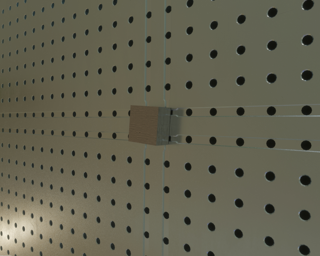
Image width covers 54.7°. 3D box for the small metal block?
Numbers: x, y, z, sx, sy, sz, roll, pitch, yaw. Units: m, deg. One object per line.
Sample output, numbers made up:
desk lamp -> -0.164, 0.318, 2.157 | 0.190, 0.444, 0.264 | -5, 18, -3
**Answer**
small metal block -> -0.015, -0.004, 0.419 | 0.050, 0.025, 0.050 | 7, 94, 39
